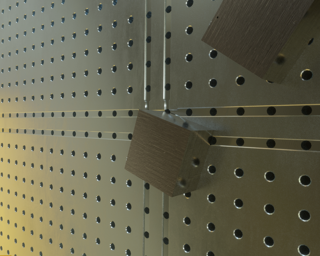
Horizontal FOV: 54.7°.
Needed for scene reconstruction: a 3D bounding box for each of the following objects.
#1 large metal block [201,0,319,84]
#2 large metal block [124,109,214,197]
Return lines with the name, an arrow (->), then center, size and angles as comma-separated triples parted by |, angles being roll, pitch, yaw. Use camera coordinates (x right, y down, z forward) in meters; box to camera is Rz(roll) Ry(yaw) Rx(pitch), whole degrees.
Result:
large metal block -> 0.102, -0.101, 0.308 | 0.080, 0.050, 0.080 | 43, 116, 31
large metal block -> 0.010, 0.027, 0.383 | 0.080, 0.050, 0.079 | 24, 105, 37
